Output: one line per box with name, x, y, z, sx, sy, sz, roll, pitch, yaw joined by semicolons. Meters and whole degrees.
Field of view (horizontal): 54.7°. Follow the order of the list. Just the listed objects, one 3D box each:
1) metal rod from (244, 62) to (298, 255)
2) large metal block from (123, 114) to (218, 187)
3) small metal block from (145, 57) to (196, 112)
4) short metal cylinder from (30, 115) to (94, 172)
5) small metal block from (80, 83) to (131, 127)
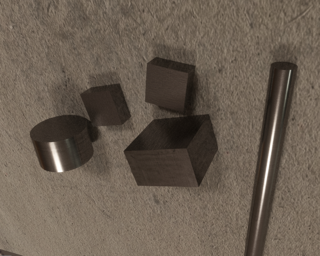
metal rod;0.129;0.067;0.379;0.025;0.025;0.298;11;123;22
large metal block;0.017;0.026;0.378;0.080;0.080;0.050;-5;116;30
small metal block;0.011;-0.052;0.368;0.050;0.025;0.050;17;125;18
short metal cylinder;-0.143;0.021;0.457;0.080;0.080;0.050;9;122;23
small metal block;-0.074;-0.031;0.425;0.050;0.025;0.050;-3;117;29
